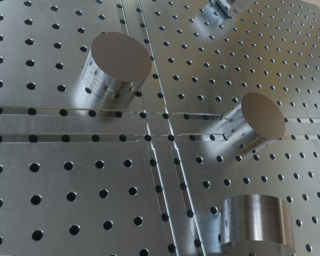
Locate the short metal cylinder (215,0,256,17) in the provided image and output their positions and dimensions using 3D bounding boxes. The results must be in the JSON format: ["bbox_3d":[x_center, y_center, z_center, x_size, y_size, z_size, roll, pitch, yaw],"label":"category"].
[{"bbox_3d":[0.155,-0.271,0.621,0.081,0.080,0.050,-25,76,-37],"label":"short metal cylinder"}]

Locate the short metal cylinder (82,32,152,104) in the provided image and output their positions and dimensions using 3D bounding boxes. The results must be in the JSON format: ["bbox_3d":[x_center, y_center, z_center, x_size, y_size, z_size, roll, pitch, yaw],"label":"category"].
[{"bbox_3d":[-0.057,-0.079,0.409,0.081,0.050,0.080,14,56,-21],"label":"short metal cylinder"}]

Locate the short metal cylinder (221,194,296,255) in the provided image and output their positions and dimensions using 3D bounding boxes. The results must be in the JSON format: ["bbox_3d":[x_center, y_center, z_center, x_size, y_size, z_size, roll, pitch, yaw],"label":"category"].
[{"bbox_3d":[0.112,0.117,0.362,0.080,0.080,0.050,20,54,-17],"label":"short metal cylinder"}]

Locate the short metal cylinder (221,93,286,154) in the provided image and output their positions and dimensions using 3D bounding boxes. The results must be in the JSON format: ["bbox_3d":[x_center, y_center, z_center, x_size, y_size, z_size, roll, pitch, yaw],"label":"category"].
[{"bbox_3d":[0.142,-0.007,0.472,0.081,0.050,0.080,14,56,-21],"label":"short metal cylinder"}]
